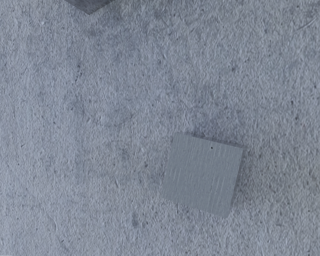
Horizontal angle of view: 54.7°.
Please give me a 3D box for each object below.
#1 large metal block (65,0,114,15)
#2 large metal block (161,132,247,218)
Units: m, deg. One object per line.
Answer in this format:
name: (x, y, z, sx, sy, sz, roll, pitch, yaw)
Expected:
large metal block: (-0.111, -0.213, 0.419, 0.050, 0.080, 0.080, -22, 83, 19)
large metal block: (0.054, 0.052, 0.376, 0.080, 0.050, 0.079, 13, 95, 19)
